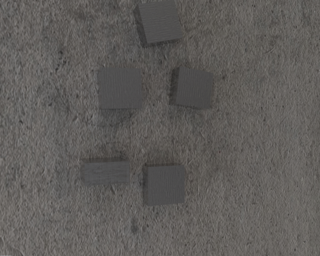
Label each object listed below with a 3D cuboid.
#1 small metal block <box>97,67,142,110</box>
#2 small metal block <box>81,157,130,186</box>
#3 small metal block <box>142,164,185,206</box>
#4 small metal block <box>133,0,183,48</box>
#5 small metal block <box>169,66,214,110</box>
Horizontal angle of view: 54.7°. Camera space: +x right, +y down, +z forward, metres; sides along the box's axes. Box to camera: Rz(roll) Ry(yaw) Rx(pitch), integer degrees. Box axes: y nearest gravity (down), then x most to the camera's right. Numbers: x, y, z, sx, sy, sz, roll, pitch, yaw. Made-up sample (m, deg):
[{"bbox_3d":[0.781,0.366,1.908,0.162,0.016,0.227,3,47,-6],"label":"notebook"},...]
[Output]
[{"bbox_3d":[-0.051,-0.049,0.390,0.050,0.025,0.050,-2,91,-20],"label":"small metal block"},{"bbox_3d":[-0.067,0.051,0.371,0.050,0.050,0.025,-1,91,-20],"label":"small metal block"},{"bbox_3d":[0.005,0.074,0.411,0.050,0.025,0.050,0,90,-20],"label":"small metal block"},{"bbox_3d":[-0.003,-0.137,0.408,0.050,0.025,0.050,-15,95,-20],"label":"small metal block"},{"bbox_3d":[0.042,-0.053,0.424,0.050,0.025,0.050,7,88,-20],"label":"small metal block"}]
